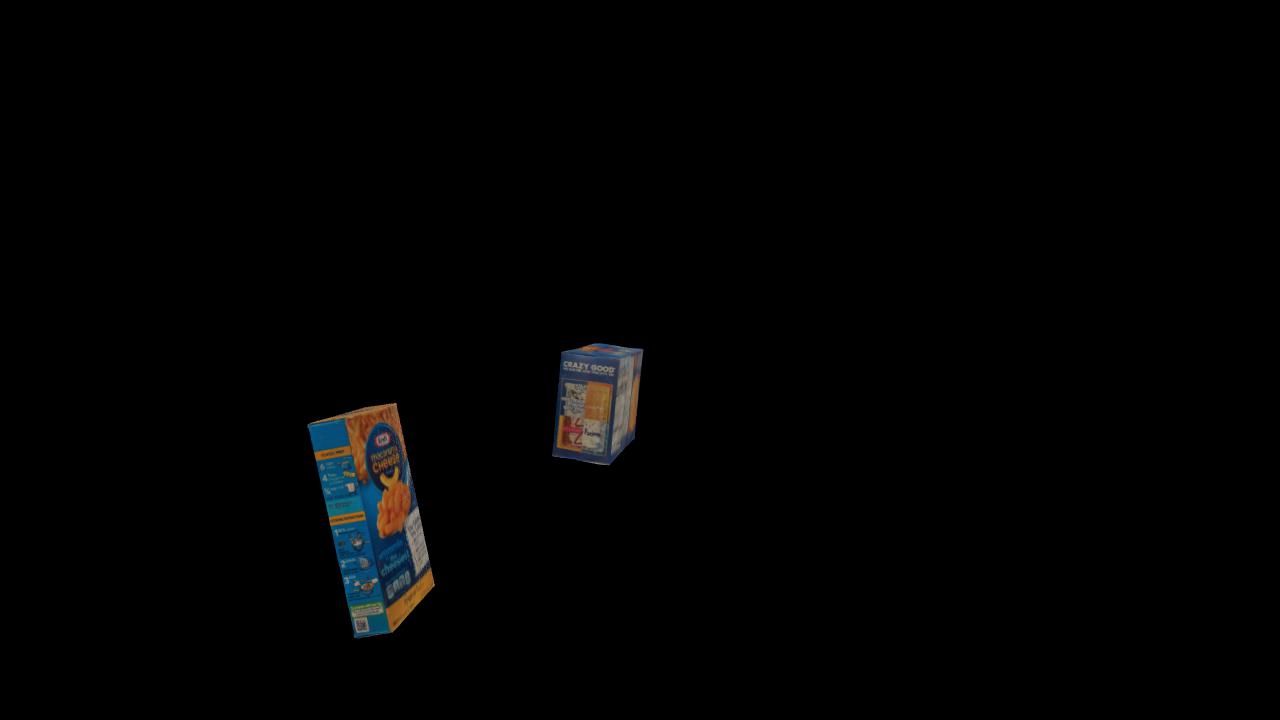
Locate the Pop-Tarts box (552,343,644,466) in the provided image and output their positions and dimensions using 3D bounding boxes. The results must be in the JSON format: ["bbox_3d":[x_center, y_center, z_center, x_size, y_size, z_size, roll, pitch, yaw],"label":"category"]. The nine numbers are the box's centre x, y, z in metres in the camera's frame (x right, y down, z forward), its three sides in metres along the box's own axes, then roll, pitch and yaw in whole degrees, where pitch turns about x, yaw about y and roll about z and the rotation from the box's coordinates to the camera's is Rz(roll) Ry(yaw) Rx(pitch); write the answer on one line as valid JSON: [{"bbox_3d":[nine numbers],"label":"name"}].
[{"bbox_3d":[-0.055,0.055,0.863,0.083,0.141,0.167,7,7,10],"label":"Pop-Tarts box"}]

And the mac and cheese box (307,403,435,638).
[{"bbox_3d":[-0.235,0.136,0.550,0.041,0.184,0.093,-10,3,6],"label":"mac and cheese box"}]
